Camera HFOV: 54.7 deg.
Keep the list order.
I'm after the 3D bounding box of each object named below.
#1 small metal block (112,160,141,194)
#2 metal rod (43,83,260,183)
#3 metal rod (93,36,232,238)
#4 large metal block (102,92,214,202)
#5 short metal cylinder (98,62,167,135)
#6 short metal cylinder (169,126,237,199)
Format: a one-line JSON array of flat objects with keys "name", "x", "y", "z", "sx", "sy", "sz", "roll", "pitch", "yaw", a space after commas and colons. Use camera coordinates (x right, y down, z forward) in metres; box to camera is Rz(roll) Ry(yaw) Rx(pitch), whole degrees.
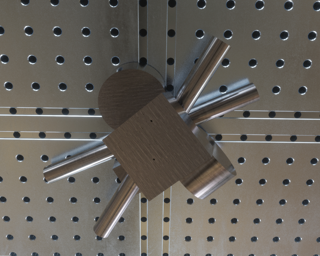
[{"name": "small metal block", "x": -0.030, "y": 0.060, "z": 0.431, "sx": 0.050, "sy": 0.025, "sz": 0.050, "roll": -27, "pitch": 108, "yaw": 9}, {"name": "metal rod", "x": -0.017, "y": 0.010, "z": 0.413, "sx": 0.301, "sy": 0.025, "sz": 0.025, "roll": -22, "pitch": 109, "yaw": 7}, {"name": "metal rod", "x": -0.006, "y": 0.023, "z": 0.392, "sx": 0.025, "sy": 0.025, "sz": 0.298, "roll": 29, "pitch": 107, "yaw": -10}, {"name": "large metal block", "x": 0.000, "y": 0.018, "z": 0.335, "sx": 0.080, "sy": 0.050, "sz": 0.080, "roll": -38, "pitch": 89, "yaw": 13}, {"name": "short metal cylinder", "x": -0.032, "y": -0.037, "z": 0.382, "sx": 0.081, "sy": 0.050, "sz": 0.079, "roll": 0, "pitch": 110, "yaw": 0}, {"name": "short metal cylinder", "x": 0.052, "y": 0.043, "z": 0.397, "sx": 0.050, "sy": 0.080, "sz": 0.080, "roll": -41, "pitch": 105, "yaw": 14}]
